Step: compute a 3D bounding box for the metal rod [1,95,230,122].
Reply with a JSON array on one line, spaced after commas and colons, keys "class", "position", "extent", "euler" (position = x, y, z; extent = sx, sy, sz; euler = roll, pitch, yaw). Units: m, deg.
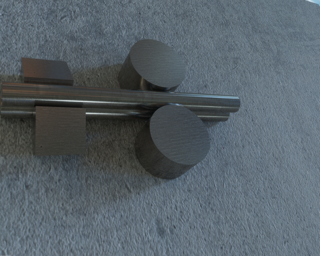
[{"class": "metal rod", "position": [-0.035, -0.022, 0.400], "extent": [0.303, 0.025, 0.025], "euler": [0, 62, -28]}]

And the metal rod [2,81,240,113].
[{"class": "metal rod", "position": [-0.025, -0.035, 0.381], "extent": [0.303, 0.025, 0.025], "euler": [0, 62, -28]}]

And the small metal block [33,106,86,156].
[{"class": "small metal block", "position": [-0.108, 0.003, 0.332], "extent": [0.050, 0.025, 0.050], "euler": [1, 88, -29]}]

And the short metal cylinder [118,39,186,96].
[{"class": "short metal cylinder", "position": [-0.012, -0.075, 0.428], "extent": [0.081, 0.050, 0.080], "euler": [14, 56, -21]}]

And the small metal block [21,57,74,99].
[{"class": "small metal block", "position": [-0.131, -0.057, 0.357], "extent": [0.050, 0.025, 0.050], "euler": [0, 35, -28]}]

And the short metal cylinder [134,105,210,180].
[{"class": "short metal cylinder", "position": [0.014, 0.018, 0.386], "extent": [0.081, 0.050, 0.080], "euler": [14, 56, -21]}]
